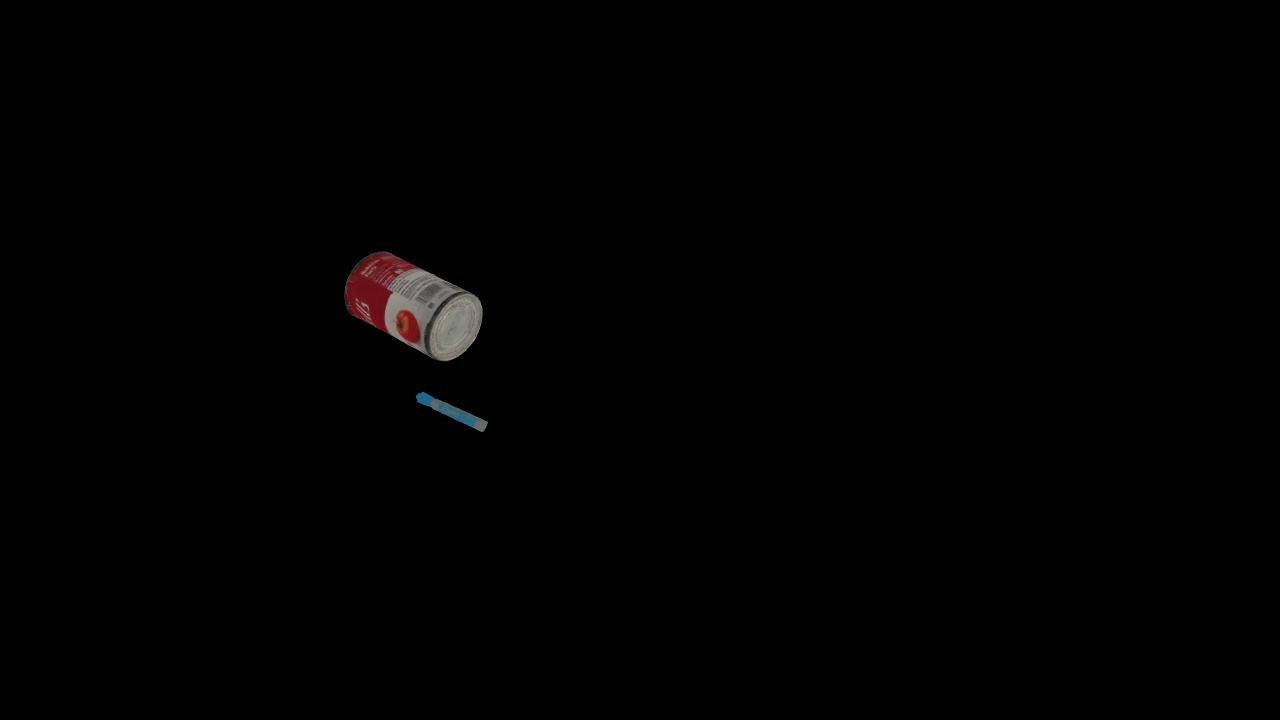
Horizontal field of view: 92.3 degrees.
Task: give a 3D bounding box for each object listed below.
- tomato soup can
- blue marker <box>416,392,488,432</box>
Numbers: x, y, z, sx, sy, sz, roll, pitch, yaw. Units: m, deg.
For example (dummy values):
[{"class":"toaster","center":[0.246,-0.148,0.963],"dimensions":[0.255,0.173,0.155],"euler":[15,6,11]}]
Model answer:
[{"class":"tomato soup can","center":[-0.200,-0.048,0.548],"dimensions":[0.101,0.068,0.068],"euler":[25,8,18]},{"class":"blue marker","center":[-0.301,0.081,0.978],"dimensions":[0.121,0.020,0.020],"euler":[24,2,4]}]
